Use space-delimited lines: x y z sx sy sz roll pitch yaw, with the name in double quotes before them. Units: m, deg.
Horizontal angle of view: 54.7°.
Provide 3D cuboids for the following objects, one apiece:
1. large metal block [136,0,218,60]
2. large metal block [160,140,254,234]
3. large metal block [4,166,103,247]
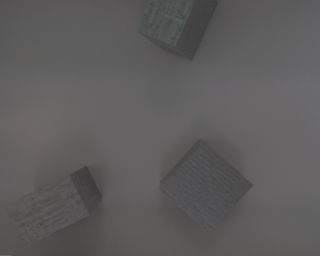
"large metal block" 0.024 -0.135 0.373 0.050 0.080 0.080 27 99 16
"large metal block" 0.056 0.072 0.399 0.080 0.050 0.080 42 90 0
"large metal block" -0.125 0.092 0.383 0.080 0.080 0.050 -26 90 0
